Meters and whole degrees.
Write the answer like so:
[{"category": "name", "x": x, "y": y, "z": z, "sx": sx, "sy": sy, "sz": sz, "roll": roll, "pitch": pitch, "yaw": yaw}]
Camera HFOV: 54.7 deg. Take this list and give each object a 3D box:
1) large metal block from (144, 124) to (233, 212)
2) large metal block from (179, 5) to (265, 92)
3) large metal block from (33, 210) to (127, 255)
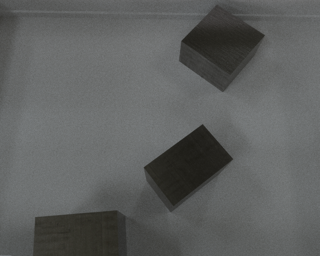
[{"category": "large metal block", "x": 0.030, "y": 0.050, "z": 0.362, "sx": 0.080, "sy": 0.080, "sz": 0.050, "roll": -36, "pitch": 74, "yaw": -12}, {"category": "large metal block", "x": 0.085, "y": -0.112, "z": 0.438, "sx": 0.080, "sy": 0.050, "sz": 0.080, "roll": 38, "pitch": 74, "yaw": 12}, {"category": "large metal block", "x": -0.081, "y": 0.121, "z": 0.335, "sx": 0.081, "sy": 0.080, "sz": 0.050, "roll": -4, "pitch": 70, "yaw": -2}]
